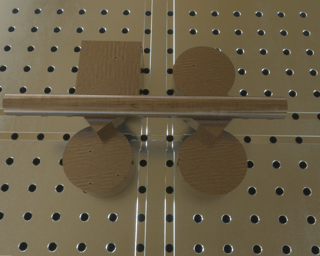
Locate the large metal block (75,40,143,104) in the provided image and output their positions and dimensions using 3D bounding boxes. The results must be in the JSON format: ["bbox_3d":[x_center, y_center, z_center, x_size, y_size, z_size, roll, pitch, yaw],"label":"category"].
[{"bbox_3d":[-0.065,-0.070,0.423,0.080,0.050,0.080,1,70,0],"label":"large metal block"}]

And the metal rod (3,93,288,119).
[{"bbox_3d":[-0.016,-0.024,0.340,0.302,0.025,0.025,1,70,0],"label":"metal rod"}]

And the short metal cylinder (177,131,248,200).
[{"bbox_3d":[0.061,0.046,0.382,0.081,0.050,0.080,0,70,0],"label":"short metal cylinder"}]

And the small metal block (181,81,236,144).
[{"bbox_3d":[0.060,-0.018,0.366,0.050,0.025,0.050,39,74,13],"label":"small metal block"}]

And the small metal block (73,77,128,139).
[{"bbox_3d":[-0.067,-0.024,0.367,0.050,0.025,0.050,-38,75,-13],"label":"small metal block"}]

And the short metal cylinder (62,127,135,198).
[{"bbox_3d":[-0.072,0.042,0.381,0.081,0.050,0.080,0,70,0],"label":"short metal cylinder"}]

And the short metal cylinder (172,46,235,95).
[{"bbox_3d":[0.057,-0.063,0.422,0.081,0.050,0.080,0,70,0],"label":"short metal cylinder"}]
